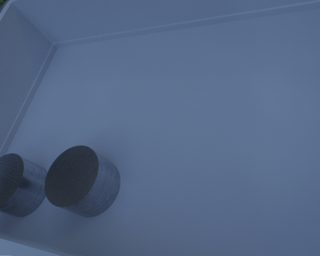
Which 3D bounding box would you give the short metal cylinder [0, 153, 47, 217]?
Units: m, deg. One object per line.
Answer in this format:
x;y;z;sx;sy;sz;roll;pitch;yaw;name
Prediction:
-0.210;0.083;0.449;0.080;0.050;0.080;-13;56;21;short metal cylinder

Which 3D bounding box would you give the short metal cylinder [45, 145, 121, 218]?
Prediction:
-0.099;0.069;0.399;0.080;0.050;0.080;-13;56;21;short metal cylinder
